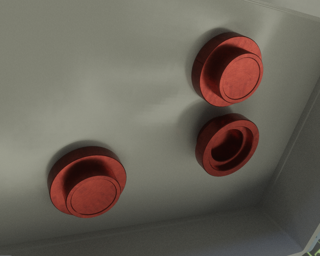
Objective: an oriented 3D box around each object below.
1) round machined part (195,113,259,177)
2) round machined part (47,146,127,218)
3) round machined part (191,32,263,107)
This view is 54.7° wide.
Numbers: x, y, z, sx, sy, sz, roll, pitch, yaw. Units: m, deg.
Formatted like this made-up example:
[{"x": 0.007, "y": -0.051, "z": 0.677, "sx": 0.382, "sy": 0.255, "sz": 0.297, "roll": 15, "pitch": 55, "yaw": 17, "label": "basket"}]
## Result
[{"x": 0.094, "y": 0.021, "z": 0.462, "sx": 0.099, "sy": 0.042, "sz": 0.097, "roll": -14, "pitch": 124, "yaw": -21, "label": "round machined part"}, {"x": -0.089, "y": 0.075, "z": 0.395, "sx": 0.099, "sy": 0.042, "sz": 0.097, "roll": -14, "pitch": 124, "yaw": -21, "label": "round machined part"}, {"x": 0.094, "y": -0.071, "z": 0.405, "sx": 0.099, "sy": 0.042, "sz": 0.097, "roll": -14, "pitch": 124, "yaw": -21, "label": "round machined part"}]
